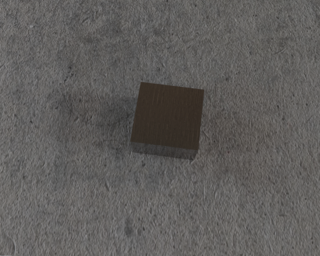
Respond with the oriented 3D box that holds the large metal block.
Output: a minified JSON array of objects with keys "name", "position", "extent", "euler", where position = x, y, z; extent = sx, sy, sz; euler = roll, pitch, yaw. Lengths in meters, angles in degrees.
[{"name":"large metal block","position":[0.010,-0.008,0.399],"extent":[0.080,0.050,0.080],"euler":[7,70,2]}]
